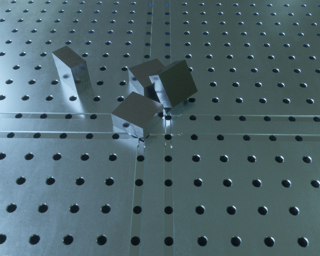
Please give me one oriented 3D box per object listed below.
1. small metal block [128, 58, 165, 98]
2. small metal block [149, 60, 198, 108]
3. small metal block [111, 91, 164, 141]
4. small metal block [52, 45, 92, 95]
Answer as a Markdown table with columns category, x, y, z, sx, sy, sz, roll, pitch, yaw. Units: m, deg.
| category | x | y | z | sx | sy | sz | roll | pitch | yaw |
| --- | --- | --- | --- | --- | --- | --- | --- | --- | --- |
| small metal block | -0.014 | -0.075 | 0.471 | 0.050 | 0.025 | 0.050 | -24 | 54 | -19 |
| small metal block | 0.020 | -0.063 | 0.441 | 0.050 | 0.050 | 0.025 | -34 | 22 | -26 |
| small metal block | -0.030 | -0.017 | 0.422 | 0.050 | 0.025 | 0.050 | 25 | 54 | 19 |
| small metal block | -0.131 | -0.086 | 0.462 | 0.025 | 0.050 | 0.050 | -36 | 59 | -26 |
